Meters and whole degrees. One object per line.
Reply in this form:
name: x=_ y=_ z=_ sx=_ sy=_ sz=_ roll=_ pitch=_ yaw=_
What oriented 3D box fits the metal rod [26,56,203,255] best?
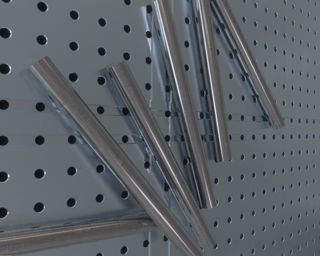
metal rod: x=-0.038 y=0.050 z=0.355 sx=0.025 sy=0.025 sz=0.300 roll=-47 pitch=112 yaw=-30

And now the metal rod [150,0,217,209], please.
metal rod: x=0.037 y=-0.025 z=0.438 sx=0.025 sy=0.025 sz=0.298 roll=-24 pitch=105 yaw=-37

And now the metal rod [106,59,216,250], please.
metal rod: x=0.011 y=0.050 z=0.416 sx=0.025 sy=0.025 sz=0.299 roll=-41 pitch=115 yaw=-32

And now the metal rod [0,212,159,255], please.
metal rod: x=-0.114 y=0.110 z=0.313 sx=0.302 sy=0.025 sz=0.025 roll=5 pitch=87 yaw=-40

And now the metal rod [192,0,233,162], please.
metal rod: x=0.077 y=-0.096 z=0.471 sx=0.025 sy=0.025 sz=0.298 roll=-17 pitch=101 yaw=-39

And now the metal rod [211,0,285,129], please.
metal rod: x=0.151 y=-0.115 z=0.533 sx=0.025 sy=0.025 sz=0.300 roll=-51 pitch=120 yaw=-28
